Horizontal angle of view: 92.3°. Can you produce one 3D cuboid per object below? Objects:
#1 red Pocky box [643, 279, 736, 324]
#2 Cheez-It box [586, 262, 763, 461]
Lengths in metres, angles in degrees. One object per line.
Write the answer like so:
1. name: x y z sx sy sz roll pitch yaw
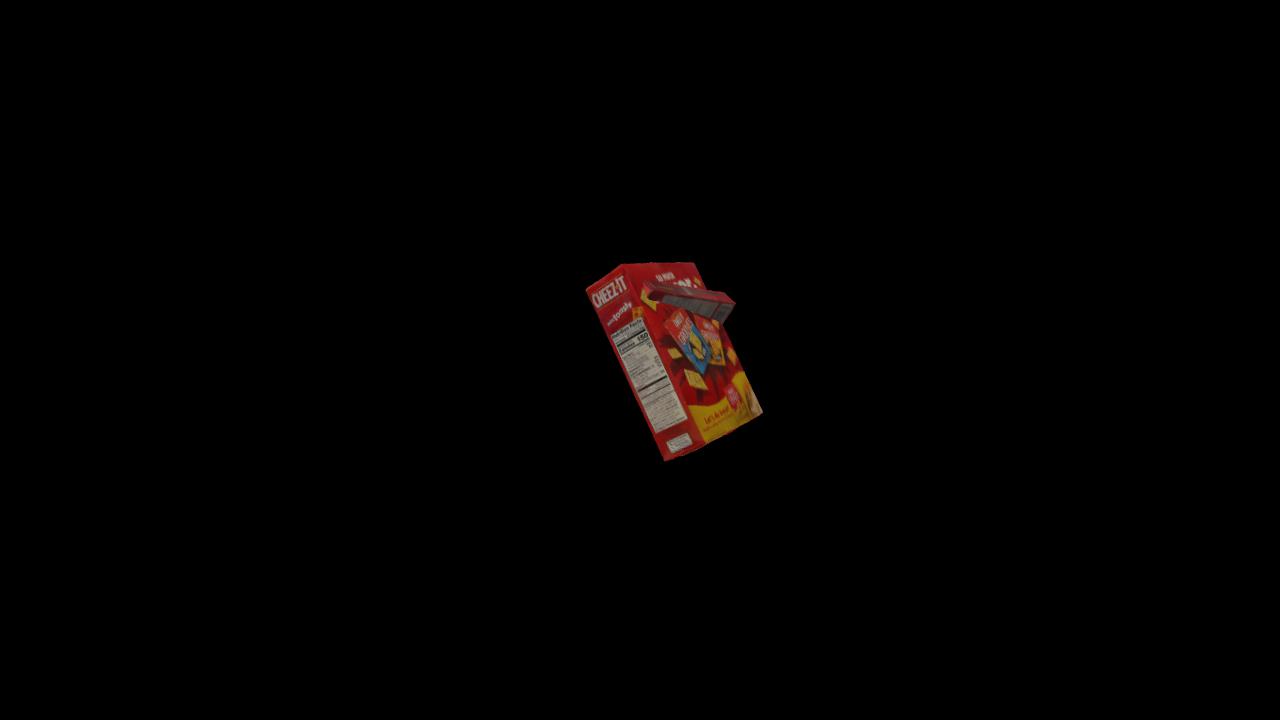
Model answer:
1. red Pocky box: 0.043 -0.052 0.755 0.155 0.083 0.028 3 40 -44
2. Cheez-It box: 0.047 -0.008 0.745 0.071 0.223 0.166 -29 -8 33
